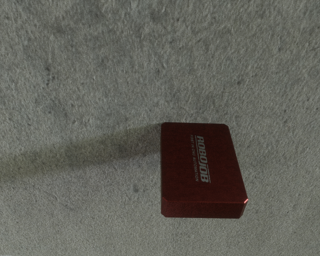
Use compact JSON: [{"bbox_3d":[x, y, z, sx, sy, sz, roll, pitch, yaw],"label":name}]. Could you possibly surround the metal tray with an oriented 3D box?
[{"bbox_3d":[0.047,0.046,0.378,0.091,0.130,0.030,2,130,-2],"label":"metal tray"}]
